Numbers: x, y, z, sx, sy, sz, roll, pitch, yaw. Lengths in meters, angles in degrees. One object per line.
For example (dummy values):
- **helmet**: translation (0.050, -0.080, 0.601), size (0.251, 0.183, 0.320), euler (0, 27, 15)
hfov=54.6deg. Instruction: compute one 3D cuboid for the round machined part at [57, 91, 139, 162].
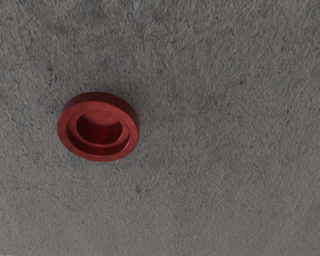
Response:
- **round machined part**: translation (-0.075, -0.006, 0.390), size (0.099, 0.042, 0.097), euler (0, 130, 0)
